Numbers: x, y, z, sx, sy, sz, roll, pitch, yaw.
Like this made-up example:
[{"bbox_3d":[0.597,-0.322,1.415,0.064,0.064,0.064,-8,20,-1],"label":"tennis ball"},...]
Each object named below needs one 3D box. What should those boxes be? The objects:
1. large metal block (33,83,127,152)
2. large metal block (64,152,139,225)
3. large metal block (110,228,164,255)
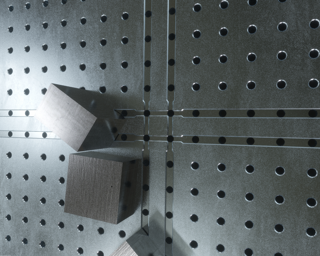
[{"bbox_3d":[-0.105,-0.014,0.421,0.080,0.080,0.050,36,102,16],"label":"large metal block"},{"bbox_3d":[-0.080,0.079,0.428,0.080,0.050,0.080,7,92,20],"label":"large metal block"},{"bbox_3d":[-0.035,0.197,0.412,0.080,0.050,0.080,-46,76,14],"label":"large metal block"}]
